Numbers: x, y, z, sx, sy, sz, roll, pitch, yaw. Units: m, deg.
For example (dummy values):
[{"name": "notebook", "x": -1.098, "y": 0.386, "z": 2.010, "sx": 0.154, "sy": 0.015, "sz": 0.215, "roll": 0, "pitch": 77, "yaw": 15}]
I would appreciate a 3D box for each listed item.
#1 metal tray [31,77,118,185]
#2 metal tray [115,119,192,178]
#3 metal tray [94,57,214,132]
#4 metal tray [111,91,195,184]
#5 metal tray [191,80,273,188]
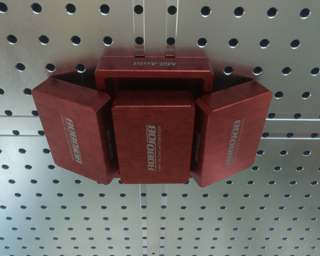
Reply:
[{"name": "metal tray", "x": -0.101, "y": 0.007, "z": 0.389, "sx": 0.090, "sy": 0.030, "sz": 0.129, "roll": 17, "pitch": 134, "yaw": 19}, {"name": "metal tray", "x": -0.006, "y": 0.030, "z": 0.435, "sx": 0.131, "sy": 0.030, "sz": 0.089, "roll": 0, "pitch": 131, "yaw": -1}, {"name": "metal tray", "x": -0.007, "y": -0.038, "z": 0.375, "sx": 0.131, "sy": 0.030, "sz": 0.089, "roll": 0, "pitch": 131, "yaw": -1}, {"name": "metal tray", "x": -0.007, "y": 0.016, "z": 0.382, "sx": 0.091, "sy": 0.030, "sz": 0.129, "roll": 0, "pitch": 130, "yaw": 0}, {"name": "metal tray", "x": 0.086, "y": 0.011, "z": 0.394, "sx": 0.091, "sy": 0.030, "sz": 0.129, "roll": -19, "pitch": 134, "yaw": -21}]
